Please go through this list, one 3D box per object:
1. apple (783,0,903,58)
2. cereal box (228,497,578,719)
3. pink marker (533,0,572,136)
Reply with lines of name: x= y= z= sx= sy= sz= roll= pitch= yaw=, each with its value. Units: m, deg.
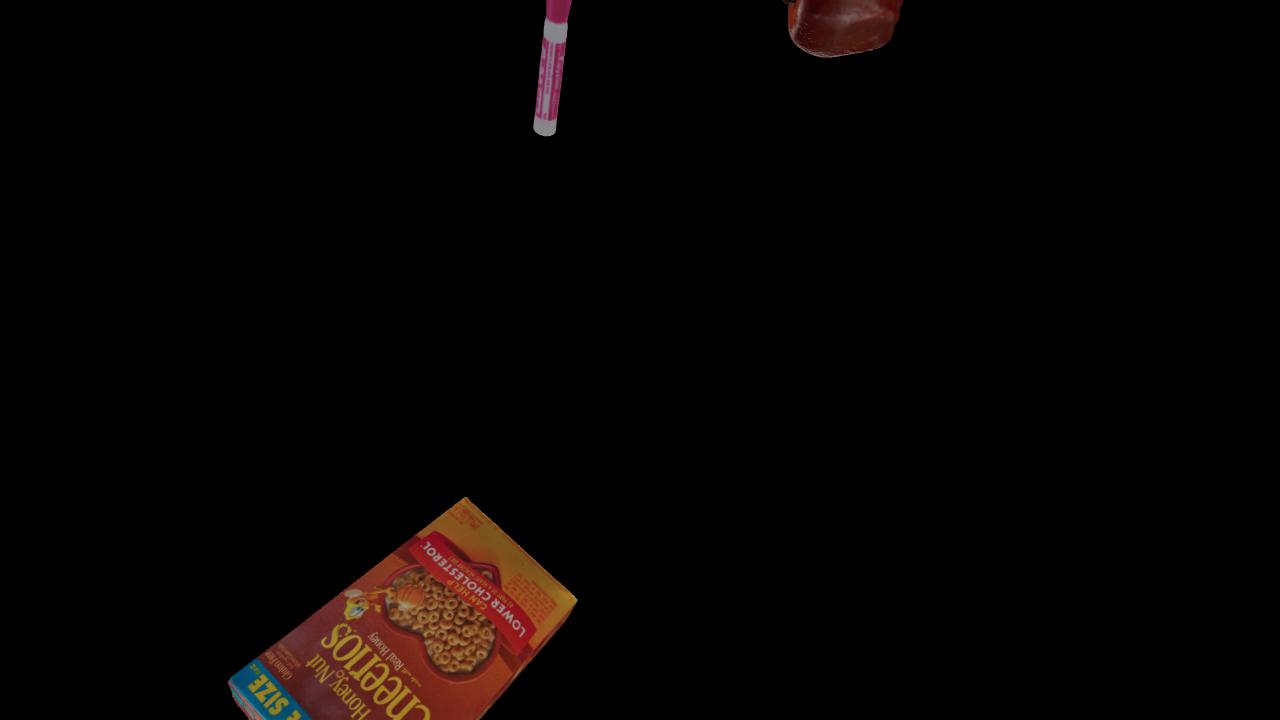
apple: x=0.164 y=-0.291 z=0.503 sx=0.093 sy=0.079 sz=0.079 roll=7 pitch=0 yaw=1
cereal box: x=-0.243 y=0.321 z=0.688 sx=0.203 sy=0.081 sz=0.306 roll=38 pitch=41 yaw=14
pink marker: x=-0.067 y=-0.227 z=0.467 sx=0.020 sy=0.020 sz=0.121 roll=0 pitch=-35 yaw=-15
